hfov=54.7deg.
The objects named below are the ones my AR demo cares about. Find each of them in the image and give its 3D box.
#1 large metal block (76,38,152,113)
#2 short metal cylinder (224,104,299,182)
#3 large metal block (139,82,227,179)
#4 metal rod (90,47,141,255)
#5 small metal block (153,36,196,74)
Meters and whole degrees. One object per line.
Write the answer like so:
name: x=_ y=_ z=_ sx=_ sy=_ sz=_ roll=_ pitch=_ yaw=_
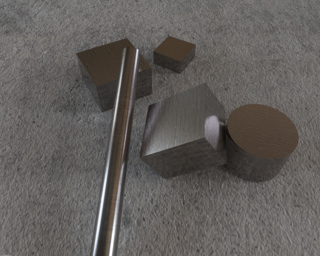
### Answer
large metal block: x=-0.066 y=-0.079 z=0.453 sx=0.081 sy=0.050 sz=0.080 roll=-23 pitch=54 yaw=-18
short metal cylinder: x=0.116 y=0.017 z=0.371 sx=0.081 sy=0.050 sz=0.080 roll=2 pitch=51 yaw=-2
large metal block: x=0.029 y=0.005 z=0.360 sx=0.080 sy=0.050 sz=0.080 roll=-20 pitch=43 yaw=29
metal rod: x=-0.047 y=0.030 z=0.342 sx=0.025 sy=0.025 sz=0.299 roll=3 pitch=61 yaw=2
small metal block: x=0.024 y=-0.120 z=0.504 sx=0.050 sy=0.025 sz=0.050 roll=24 pitch=54 yaw=19
